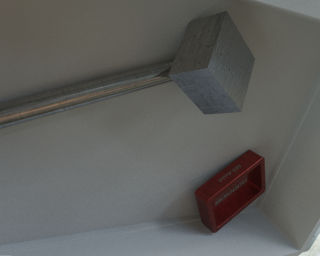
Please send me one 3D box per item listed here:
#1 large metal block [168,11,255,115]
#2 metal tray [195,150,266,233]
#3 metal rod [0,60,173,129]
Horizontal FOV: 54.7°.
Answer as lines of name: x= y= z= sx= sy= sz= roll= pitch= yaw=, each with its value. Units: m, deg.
large metal block: x=0.064 y=-0.072 z=0.360 sx=0.080 sy=0.050 sz=0.080 roll=42 pitch=58 yaw=-39
metal tray: x=0.124 y=0.107 z=0.527 sx=0.131 sy=0.030 sz=0.090 roll=-32 pitch=130 yaw=-20
metal rod: x=-0.100 y=-0.032 z=0.335 sx=0.302 sy=0.025 sz=0.025 roll=-18 pitch=126 yaw=-18
